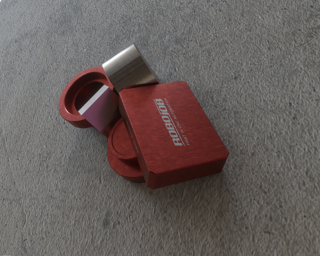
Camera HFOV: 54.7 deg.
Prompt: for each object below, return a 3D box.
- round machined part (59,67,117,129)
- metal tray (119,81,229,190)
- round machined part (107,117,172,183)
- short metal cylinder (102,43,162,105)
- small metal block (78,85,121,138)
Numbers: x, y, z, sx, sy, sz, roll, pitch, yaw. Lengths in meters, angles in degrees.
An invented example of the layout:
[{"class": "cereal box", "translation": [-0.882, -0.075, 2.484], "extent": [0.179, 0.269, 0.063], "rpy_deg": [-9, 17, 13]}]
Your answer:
[{"class": "round machined part", "translation": [-0.100, -0.042, 0.471], "extent": [0.098, 0.042, 0.098], "rpy_deg": [-13, 56, 20]}, {"class": "metal tray", "translation": [0.011, 0.001, 0.366], "extent": [0.091, 0.030, 0.130], "rpy_deg": [-11, 50, -17]}, {"class": "round machined part", "translation": [-0.026, 0.017, 0.396], "extent": [0.098, 0.042, 0.098], "rpy_deg": [-13, 56, 20]}, {"class": "short metal cylinder", "translation": [-0.035, -0.070, 0.431], "extent": [0.050, 0.080, 0.080], "rpy_deg": [-33, 52, 7]}, {"class": "small metal block", "translation": [-0.071, -0.022, 0.415], "extent": [0.050, 0.050, 0.025], "rpy_deg": [-47, 27, -6]}]
